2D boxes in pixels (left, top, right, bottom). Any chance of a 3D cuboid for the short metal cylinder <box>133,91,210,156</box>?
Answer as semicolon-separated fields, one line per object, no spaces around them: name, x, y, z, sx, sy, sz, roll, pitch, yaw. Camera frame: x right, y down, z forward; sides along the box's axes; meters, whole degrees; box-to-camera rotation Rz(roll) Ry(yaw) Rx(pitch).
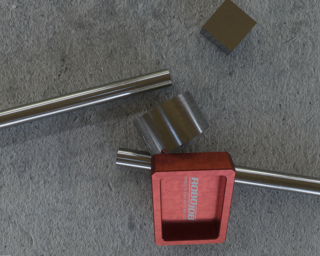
short metal cylinder;0.014;-0.005;0.383;0.080;0.080;0.050;-29;90;0

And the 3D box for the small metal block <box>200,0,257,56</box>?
small metal block;0.090;-0.133;0.411;0.050;0.025;0.050;40;90;-1

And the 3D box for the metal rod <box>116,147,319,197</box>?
metal rod;0.094;0.061;0.411;0.302;0.025;0.025;9;90;-1

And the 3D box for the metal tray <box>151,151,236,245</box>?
metal tray;0.037;0.089;0.373;0.091;0.030;0.129;-2;125;-1

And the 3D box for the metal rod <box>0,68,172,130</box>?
metal rod;-0.133;-0.030;0.408;0.302;0.025;0.025;-14;90;-1
